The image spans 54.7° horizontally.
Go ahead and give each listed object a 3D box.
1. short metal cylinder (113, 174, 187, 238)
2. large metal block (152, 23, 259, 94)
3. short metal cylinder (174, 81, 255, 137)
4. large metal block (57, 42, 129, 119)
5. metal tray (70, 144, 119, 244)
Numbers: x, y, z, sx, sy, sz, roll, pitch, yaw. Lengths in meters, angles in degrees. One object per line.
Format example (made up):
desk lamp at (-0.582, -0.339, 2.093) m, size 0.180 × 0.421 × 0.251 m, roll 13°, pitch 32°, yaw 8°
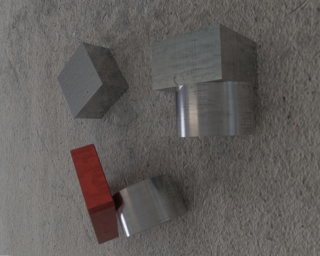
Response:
short metal cylinder at (-0.013, 0.095, 0.380) m, size 0.080 × 0.081 × 0.050 m, roll -34°, pitch 69°, yaw 35°
large metal block at (0.049, -0.066, 0.329) m, size 0.080 × 0.081 × 0.050 m, roll -3°, pitch 88°, yaw 40°
short metal cylinder at (0.056, -0.017, 0.323) m, size 0.080 × 0.081 × 0.050 m, roll -3°, pitch 88°, yaw 40°
large metal block at (-0.105, -0.070, 0.475) m, size 0.080 × 0.050 × 0.080 m, roll -42°, pitch 65°, yaw 32°
metal tray at (-0.086, 0.093, 0.419) m, size 0.129 × 0.030 × 0.090 m, roll 97°, pitch 152°, yaw -54°
